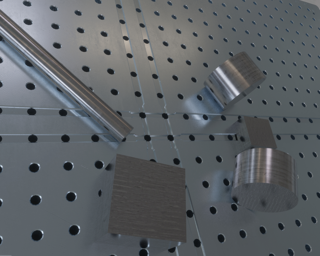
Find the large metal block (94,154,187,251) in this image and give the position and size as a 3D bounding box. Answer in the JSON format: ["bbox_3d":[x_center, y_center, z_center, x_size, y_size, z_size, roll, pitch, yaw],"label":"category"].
[{"bbox_3d":[-0.020,0.081,0.332,0.081,0.050,0.080,15,56,-20],"label":"large metal block"}]

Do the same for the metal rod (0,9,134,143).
[{"bbox_3d":[-0.153,-0.091,0.381,0.300,0.025,0.025,42,51,0],"label":"metal rod"}]

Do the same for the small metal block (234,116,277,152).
[{"bbox_3d":[0.148,0.012,0.481,0.050,0.025,0.050,7,59,-25],"label":"small metal block"}]

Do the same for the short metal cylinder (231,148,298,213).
[{"bbox_3d":[0.136,0.069,0.404,0.080,0.080,0.050,26,53,-13],"label":"short metal cylinder"}]

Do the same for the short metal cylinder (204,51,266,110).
[{"bbox_3d":[0.115,-0.072,0.479,0.081,0.080,0.050,-27,77,-37],"label":"short metal cylinder"}]
